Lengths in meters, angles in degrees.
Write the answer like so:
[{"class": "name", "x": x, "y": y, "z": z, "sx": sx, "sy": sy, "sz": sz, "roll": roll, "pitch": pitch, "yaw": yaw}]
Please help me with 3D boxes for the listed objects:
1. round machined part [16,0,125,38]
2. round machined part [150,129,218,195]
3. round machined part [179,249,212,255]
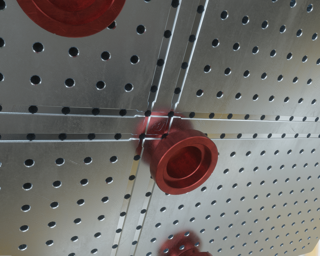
[{"class": "round machined part", "x": -0.081, "y": -0.134, "z": 0.273, "sx": 0.099, "sy": 0.042, "sz": 0.097, "roll": -14, "pitch": 124, "yaw": -21}, {"class": "round machined part", "x": 0.030, "y": 0.044, "z": 0.443, "sx": 0.099, "sy": 0.042, "sz": 0.097, "roll": -14, "pitch": 124, "yaw": -21}, {"class": "round machined part", "x": 0.062, "y": 0.276, "z": 0.603, "sx": 0.099, "sy": 0.042, "sz": 0.097, "roll": -14, "pitch": 124, "yaw": -21}]
